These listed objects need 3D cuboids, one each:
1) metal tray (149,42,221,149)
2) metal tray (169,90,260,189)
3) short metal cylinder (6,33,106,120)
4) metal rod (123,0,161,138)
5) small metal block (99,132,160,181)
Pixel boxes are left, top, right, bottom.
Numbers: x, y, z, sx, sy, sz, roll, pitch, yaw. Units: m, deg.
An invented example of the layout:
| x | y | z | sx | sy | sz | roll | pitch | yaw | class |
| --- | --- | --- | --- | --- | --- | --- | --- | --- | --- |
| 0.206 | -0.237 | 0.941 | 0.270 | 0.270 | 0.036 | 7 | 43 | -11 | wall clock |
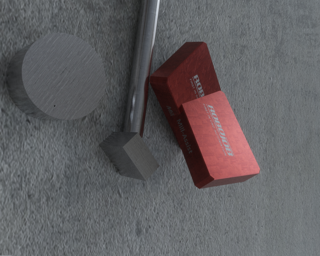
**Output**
| x | y | z | sx | sy | sz | roll | pitch | yaw | class |
| --- | --- | --- | --- | --- | --- | --- | --- | --- | --- |
| 0.045 | -0.040 | 0.425 | 0.090 | 0.030 | 0.130 | -49 | 131 | -29 | metal tray |
| 0.067 | 0.009 | 0.407 | 0.091 | 0.030 | 0.130 | 0 | 60 | -35 | metal tray |
| -0.101 | -0.047 | 0.305 | 0.081 | 0.050 | 0.079 | 0 | 90 | -40 | short metal cylinder |
| -0.015 | -0.136 | 0.393 | 0.025 | 0.025 | 0.298 | 12 | 82 | -40 | metal rod |
| -0.036 | 0.032 | 0.360 | 0.025 | 0.050 | 0.050 | -46 | 118 | -30 | small metal block |
